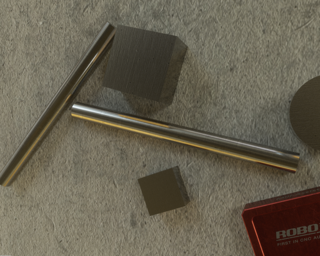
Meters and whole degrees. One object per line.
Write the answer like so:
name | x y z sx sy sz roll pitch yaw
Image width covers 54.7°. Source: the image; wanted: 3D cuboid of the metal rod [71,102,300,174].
metal rod | 0.018 0.007 0.401 0.301 0.025 0.025 13 95 19

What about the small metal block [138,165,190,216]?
small metal block | 0.005 0.082 0.406 0.050 0.025 0.050 -21 83 18

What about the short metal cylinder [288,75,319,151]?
short metal cylinder | 0.181 -0.015 0.332 0.080 0.050 0.079 0 90 19

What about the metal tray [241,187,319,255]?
metal tray | 0.169 0.118 0.346 0.130 0.030 0.090 -19 84 18

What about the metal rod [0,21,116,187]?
metal rod | -0.156 -0.028 0.462 0.025 0.025 0.299 43 103 14

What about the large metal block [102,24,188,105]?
large metal block | -0.019 -0.081 0.401 0.080 0.050 0.080 17 96 18
